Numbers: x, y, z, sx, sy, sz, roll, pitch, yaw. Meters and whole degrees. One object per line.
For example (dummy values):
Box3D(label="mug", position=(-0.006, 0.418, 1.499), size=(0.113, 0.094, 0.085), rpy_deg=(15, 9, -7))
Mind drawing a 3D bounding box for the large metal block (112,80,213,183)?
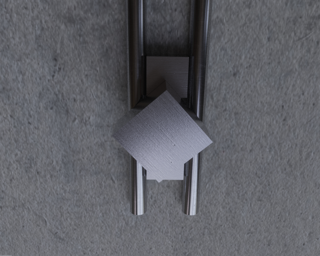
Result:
Box3D(label="large metal block", position=(0.003, 0.004, 0.370), size=(0.080, 0.050, 0.080), rpy_deg=(-39, 106, 13))

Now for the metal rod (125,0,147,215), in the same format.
Box3D(label="metal rod", position=(-0.030, -0.019, 0.404), size=(0.025, 0.025, 0.298), rpy_deg=(0, 110, -1))

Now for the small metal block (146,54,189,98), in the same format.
Box3D(label="small metal block", position=(0.009, -0.065, 0.386), size=(0.050, 0.025, 0.050), rpy_deg=(1, 110, -1))

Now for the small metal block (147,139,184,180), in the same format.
Box3D(label="small metal block", position=(0.007, 0.043, 0.426), size=(0.050, 0.025, 0.050), rpy_deg=(1, 110, -1))

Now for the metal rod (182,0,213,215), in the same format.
Box3D(label="metal rod", position=(0.047, -0.018, 0.405), size=(0.025, 0.025, 0.298), rpy_deg=(0, 110, -1))
